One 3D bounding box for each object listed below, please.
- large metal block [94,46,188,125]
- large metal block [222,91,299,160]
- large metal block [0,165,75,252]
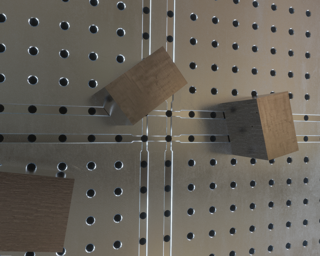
[{"bbox_3d":[-0.026,-0.047,0.373,0.080,0.080,0.050,-39,103,-16],"label":"large metal block"},{"bbox_3d":[0.138,-0.004,0.434,0.050,0.080,0.080,-14,95,-19],"label":"large metal block"},{"bbox_3d":[-0.145,0.088,0.346,0.081,0.050,0.080,10,87,-20],"label":"large metal block"}]
